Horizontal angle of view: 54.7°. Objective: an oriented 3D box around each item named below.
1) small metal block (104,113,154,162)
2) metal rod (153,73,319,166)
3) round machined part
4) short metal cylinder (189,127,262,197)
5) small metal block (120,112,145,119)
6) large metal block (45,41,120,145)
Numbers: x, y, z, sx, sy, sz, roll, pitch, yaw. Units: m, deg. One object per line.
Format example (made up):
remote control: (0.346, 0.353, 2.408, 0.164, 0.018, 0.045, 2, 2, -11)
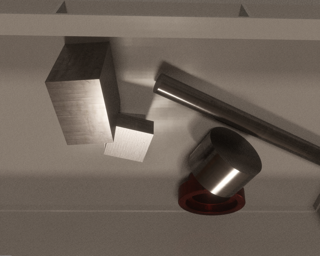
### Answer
small metal block: (-0.039, 0.012, 0.386, 0.050, 0.025, 0.050, 13, 129, -12)
metal rod: (0.131, 0.001, 0.411, 0.302, 0.025, 0.025, 22, 127, -18)
round machined part: (0.077, 0.095, 0.471, 0.099, 0.042, 0.097, 3, 144, 2)
short metal cylinder: (0.086, 0.044, 0.412, 0.080, 0.080, 0.050, 22, 126, -18)
small metal block: (-0.047, 0.007, 0.414, 0.050, 0.025, 0.050, 5, 130, -5)
large metal block: (-0.078, -0.039, 0.339, 0.050, 0.080, 0.079, -3, 130, 2)
